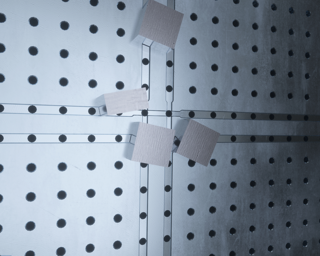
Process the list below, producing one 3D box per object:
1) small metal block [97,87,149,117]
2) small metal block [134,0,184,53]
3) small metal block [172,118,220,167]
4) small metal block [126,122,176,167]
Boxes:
[{"bbox_3d":[-0.047,-0.031,0.382,0.050,0.050,0.025,-12,94,-20],"label":"small metal block"},{"bbox_3d":[-0.002,-0.134,0.411,0.050,0.025,0.050,18,84,-19],"label":"small metal block"},{"bbox_3d":[0.048,0.020,0.430,0.050,0.025,0.050,26,82,-18],"label":"small metal block"},{"bbox_3d":[-0.012,0.022,0.408,0.050,0.025,0.050,13,86,-20],"label":"small metal block"}]
